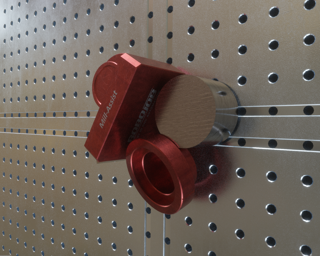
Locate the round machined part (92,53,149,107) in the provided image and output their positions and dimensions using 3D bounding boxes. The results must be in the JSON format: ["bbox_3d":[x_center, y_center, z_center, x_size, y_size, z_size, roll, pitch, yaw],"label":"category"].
[{"bbox_3d":[-0.059,-0.058,0.441,0.098,0.042,0.097,0,90,40],"label":"round machined part"}]

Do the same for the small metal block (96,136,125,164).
[{"bbox_3d":[-0.067,0.022,0.442,0.025,0.050,0.050,-19,78,38],"label":"small metal block"}]

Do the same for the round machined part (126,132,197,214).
[{"bbox_3d":[0.006,0.050,0.373,0.098,0.042,0.097,29,131,38],"label":"round machined part"}]

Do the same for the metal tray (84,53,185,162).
[{"bbox_3d":[-0.030,-0.021,0.386,0.030,0.091,0.129,40,114,33],"label":"metal tray"}]

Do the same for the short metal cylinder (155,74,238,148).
[{"bbox_3d":[0.041,-0.018,0.354,0.080,0.050,0.079,0,90,40],"label":"short metal cylinder"}]
